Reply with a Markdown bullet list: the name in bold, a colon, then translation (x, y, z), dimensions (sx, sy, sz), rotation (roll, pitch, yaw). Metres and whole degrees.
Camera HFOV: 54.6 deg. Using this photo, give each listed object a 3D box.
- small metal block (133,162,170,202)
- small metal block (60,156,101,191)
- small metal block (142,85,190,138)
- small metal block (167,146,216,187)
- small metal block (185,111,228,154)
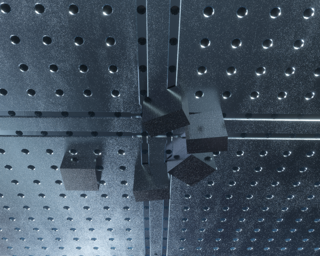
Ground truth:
- **small metal block**: translation (-0.012, 0.080, 0.463), dimensions (0.050, 0.050, 0.025), rotation (-6, 130, 5)
- **small metal block**: translation (-0.119, 0.069, 0.469), dimensions (0.050, 0.025, 0.050), rotation (1, 130, -1)
- **small metal block**: translation (0.007, -0.021, 0.377), dimensions (0.050, 0.050, 0.025), rotation (-19, 128, 15)
- **small metal block**: translation (0.046, 0.055, 0.458), dimensions (0.050, 0.025, 0.050), rotation (34, 122, -25)
- **small metal block**: translation (0.058, 0.005, 0.400), dimensions (0.050, 0.050, 0.025), rotation (-5, 130, 4)
